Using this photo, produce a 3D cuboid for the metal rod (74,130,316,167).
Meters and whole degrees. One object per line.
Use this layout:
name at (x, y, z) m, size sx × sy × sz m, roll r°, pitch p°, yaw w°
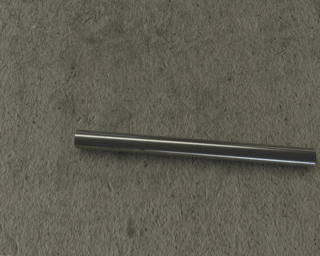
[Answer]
metal rod at (0.043, 0.026, 0.398) m, size 0.302 × 0.025 × 0.025 m, roll 4°, pitch 70°, yaw 1°
